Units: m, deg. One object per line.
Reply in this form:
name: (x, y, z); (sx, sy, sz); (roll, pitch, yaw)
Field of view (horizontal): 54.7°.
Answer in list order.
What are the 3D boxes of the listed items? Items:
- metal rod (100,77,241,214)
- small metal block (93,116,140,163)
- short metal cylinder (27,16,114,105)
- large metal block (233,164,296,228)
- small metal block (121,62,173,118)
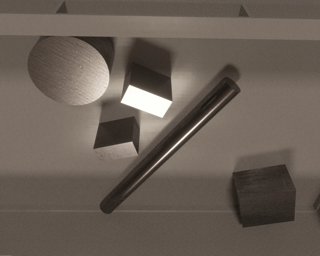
metal rod: (-0.002, 0.041, 0.443); (0.025, 0.025, 0.299); (29, 124, -23)
small metal block: (-0.055, 0.014, 0.404); (0.050, 0.050, 0.025); (-11, 129, 9)
short metal cylinder: (-0.092, -0.071, 0.331); (0.081, 0.050, 0.079); (0, 130, 0)
large metal block: (0.163, 0.108, 0.488); (0.080, 0.050, 0.080); (-11, 130, 8)
small metal block: (-0.015, -0.044, 0.355); (0.050, 0.050, 0.025); (20, 127, -17)
